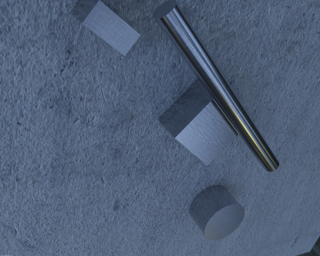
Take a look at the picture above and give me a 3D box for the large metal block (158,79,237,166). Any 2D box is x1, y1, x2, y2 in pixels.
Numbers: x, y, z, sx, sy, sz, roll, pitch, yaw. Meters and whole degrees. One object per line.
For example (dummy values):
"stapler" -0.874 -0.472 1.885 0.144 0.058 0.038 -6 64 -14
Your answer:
"large metal block" 0.059 -0.008 0.420 0.080 0.050 0.080 -46 130 4

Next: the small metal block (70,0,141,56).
"small metal block" -0.053 -0.101 0.300 0.050 0.050 0.025 32 100 -39

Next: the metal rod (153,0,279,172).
"metal rod" 0.086 -0.026 0.375 0.025 0.025 0.300 -44 130 2

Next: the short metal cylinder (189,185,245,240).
"short metal cylinder" 0.099 0.147 0.538 0.081 0.050 0.079 -14 125 -21
